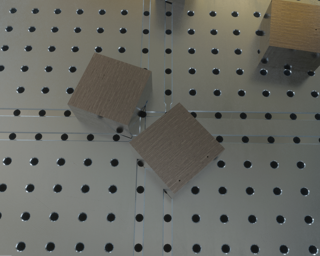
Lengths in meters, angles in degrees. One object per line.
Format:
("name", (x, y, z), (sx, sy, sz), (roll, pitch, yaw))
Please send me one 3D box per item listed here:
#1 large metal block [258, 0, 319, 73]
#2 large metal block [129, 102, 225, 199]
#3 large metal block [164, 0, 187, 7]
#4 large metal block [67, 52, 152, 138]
("large metal block", (0.193, -0.132, 0.449), (0.080, 0.050, 0.080), (9, 70, 3))
("large metal block", (0.020, 0.029, 0.388), (0.080, 0.050, 0.080), (-39, 75, -13))
("large metal block", (0.031, -0.252, 0.475), (0.050, 0.080, 0.080), (21, 71, 7))
("large metal block", (-0.062, -0.043, 0.413), (0.080, 0.050, 0.080), (19, 71, 6))
